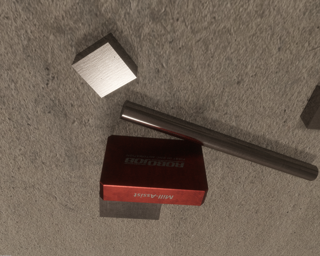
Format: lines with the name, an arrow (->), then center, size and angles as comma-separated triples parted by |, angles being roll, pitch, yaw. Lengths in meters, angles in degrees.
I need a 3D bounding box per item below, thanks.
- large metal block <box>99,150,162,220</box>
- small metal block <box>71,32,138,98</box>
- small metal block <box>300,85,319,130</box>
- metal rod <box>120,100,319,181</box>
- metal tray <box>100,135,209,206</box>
large metal block -> -0.039, 0.079, 0.438 | 0.081, 0.080, 0.050 | 4, 130, -4
small metal block -> -0.061, -0.069, 0.347 | 0.050, 0.025, 0.050 | -26, 126, 20
small metal block -> 0.215, -0.024, 0.390 | 0.050, 0.025, 0.050 | 5, 130, -5
metal rod -> 0.092, 0.022, 0.427 | 0.302, 0.025, 0.025 | 18, 128, -16
metal tray -> -0.008, 0.054, 0.410 | 0.131, 0.090, 0.030 | 4, 130, -5
